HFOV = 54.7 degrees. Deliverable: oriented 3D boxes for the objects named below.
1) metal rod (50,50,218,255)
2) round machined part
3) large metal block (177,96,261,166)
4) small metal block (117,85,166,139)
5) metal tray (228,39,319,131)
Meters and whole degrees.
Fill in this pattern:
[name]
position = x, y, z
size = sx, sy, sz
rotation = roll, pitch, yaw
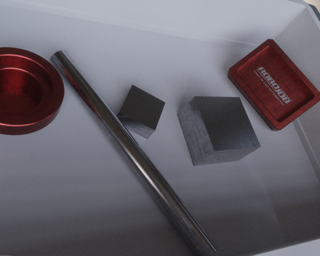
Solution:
[metal rod]
position = -0.036, 0.026, 0.371
size = 0.025, 0.025, 0.300
rotation = -32, 80, -38
[round machined part]
position = -0.157, -0.035, 0.332
size = 0.099, 0.042, 0.098
rotation = 14, 56, -21
[large metal block]
position = 0.080, 0.003, 0.433
size = 0.081, 0.050, 0.080
rotation = -2, 63, -30
[small metal block]
position = -0.026, -0.021, 0.406
size = 0.050, 0.025, 0.050
rotation = 28, 52, -11
[metal tray]
position = 0.188, -0.071, 0.516
size = 0.090, 0.030, 0.130
rotation = -38, 81, 2
